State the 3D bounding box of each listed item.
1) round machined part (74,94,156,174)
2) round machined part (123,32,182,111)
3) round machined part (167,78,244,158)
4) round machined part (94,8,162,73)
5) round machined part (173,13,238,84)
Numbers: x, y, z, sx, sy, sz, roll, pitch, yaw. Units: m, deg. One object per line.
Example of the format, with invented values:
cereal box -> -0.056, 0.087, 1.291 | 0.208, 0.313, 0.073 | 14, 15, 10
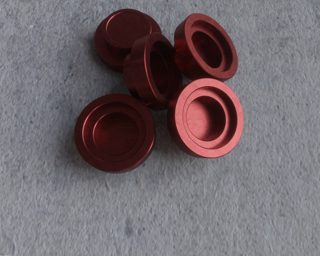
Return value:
round machined part -> -0.054, 0.009, 0.392 | 0.099, 0.042, 0.098 | -1, 74, 3
round machined part -> -0.011, -0.070, 0.402 | 0.042, 0.098, 0.098 | -9, 67, 29
round machined part -> 0.053, -0.011, 0.390 | 0.099, 0.042, 0.097 | 2, 84, -24
round machined part -> -0.046, -0.131, 0.447 | 0.099, 0.042, 0.098 | 0, 70, 0
round machined part -> 0.057, -0.101, 0.421 | 0.099, 0.042, 0.098 | 17, 61, -32
